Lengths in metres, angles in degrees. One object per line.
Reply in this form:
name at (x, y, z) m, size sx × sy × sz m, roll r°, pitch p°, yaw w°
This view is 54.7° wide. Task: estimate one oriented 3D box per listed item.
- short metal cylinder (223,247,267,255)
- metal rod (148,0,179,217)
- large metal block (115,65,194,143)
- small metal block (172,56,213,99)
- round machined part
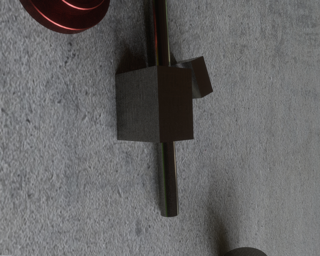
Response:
short metal cylinder at (0.137, 0.235, 0.487) m, size 0.081 × 0.080 × 0.050 m, roll -28°, pitch 108°, yaw -37°
metal rod at (0.005, -0.032, 0.410) m, size 0.025 × 0.025 × 0.298 m, roll -6°, pitch 94°, yaw -40°
large metal block at (-0.008, -0.026, 0.364) m, size 0.050 × 0.080 × 0.079 m, roll -4°, pitch 93°, yaw -40°
small metal block at (0.039, -0.067, 0.423) m, size 0.025 × 0.050 × 0.050 m, roll -30°, pitch 109°, yaw -36°
round machined part at (-0.093, -0.150, 0.317) m, size 0.099 × 0.042 × 0.097 m, roll 0°, pitch 90°, yaw -40°
